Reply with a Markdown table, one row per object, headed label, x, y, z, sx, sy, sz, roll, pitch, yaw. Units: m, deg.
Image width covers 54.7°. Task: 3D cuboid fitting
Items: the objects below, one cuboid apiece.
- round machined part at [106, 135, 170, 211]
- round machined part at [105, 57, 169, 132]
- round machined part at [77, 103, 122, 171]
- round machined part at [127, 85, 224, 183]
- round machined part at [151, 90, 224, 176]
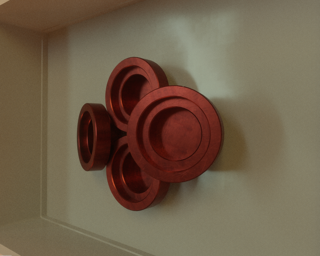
| label | x | y | z | sx | sy | sz | roll | pitch | yaw |
| --- | --- | --- | --- | --- | --- | --- | --- | --- | --- |
| round machined part | -0.023 | 0.057 | 0.412 | 0.098 | 0.042 | 0.097 | 0 | 90 | 40 |
| round machined part | -0.025 | -0.042 | 0.414 | 0.098 | 0.042 | 0.097 | 0 | 90 | 40 |
| round machined part | -0.088 | 0.013 | 0.453 | 0.098 | 0.042 | 0.097 | -1 | 88 | 61 |
| round machined part | 0.018 | 0.006 | 0.328 | 0.098 | 0.042 | 0.097 | 0 | 90 | 18 |
| round machined part | 0.025 | 0.006 | 0.359 | 0.098 | 0.042 | 0.097 | 0 | 89 | 17 |
